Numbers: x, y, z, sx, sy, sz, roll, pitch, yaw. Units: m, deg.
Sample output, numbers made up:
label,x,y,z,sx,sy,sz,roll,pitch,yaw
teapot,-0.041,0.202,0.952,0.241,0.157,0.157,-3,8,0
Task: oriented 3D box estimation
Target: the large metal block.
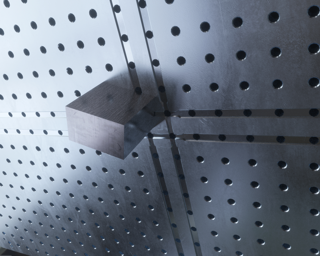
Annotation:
label,x,y,z,sx,sy,sz,roll,pitch,yaw
large metal block,-0.061,-0.013,0.401,0.080,0.080,0.050,18,125,18
